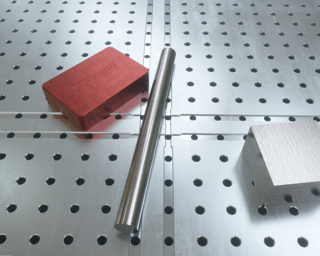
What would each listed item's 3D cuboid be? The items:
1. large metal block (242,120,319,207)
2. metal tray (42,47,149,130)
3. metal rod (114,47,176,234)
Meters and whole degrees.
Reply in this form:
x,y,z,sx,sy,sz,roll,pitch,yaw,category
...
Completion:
x,y,z,sx,sy,sz,roll,pitch,yaw,category
0.151,0.040,0.360,0.081,0.050,0.080,-5,50,-4,large metal block
-0.091,-0.063,0.457,0.090,0.030,0.131,36,58,26,metal tray
-0.011,-0.009,0.415,0.025,0.025,0.300,8,50,6,metal rod
